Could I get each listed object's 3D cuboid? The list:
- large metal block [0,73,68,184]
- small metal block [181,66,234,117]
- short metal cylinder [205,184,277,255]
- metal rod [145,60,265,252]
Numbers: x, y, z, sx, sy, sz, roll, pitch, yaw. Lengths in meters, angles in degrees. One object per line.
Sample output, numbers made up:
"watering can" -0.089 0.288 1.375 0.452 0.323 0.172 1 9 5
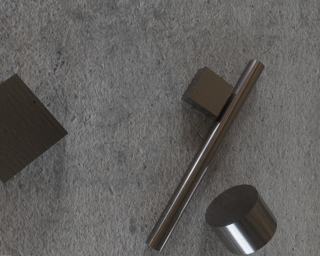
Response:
"large metal block" -0.160 0.000 0.337 0.080 0.050 0.080 -41 104 -16
"small metal block" 0.067 -0.050 0.435 0.050 0.025 0.050 33 79 -17
"short metal cylinder" 0.109 0.123 0.422 0.080 0.080 0.050 -39 103 -16
"metal rod" 0.068 0.031 0.435 0.025 0.025 0.300 35 79 -17
